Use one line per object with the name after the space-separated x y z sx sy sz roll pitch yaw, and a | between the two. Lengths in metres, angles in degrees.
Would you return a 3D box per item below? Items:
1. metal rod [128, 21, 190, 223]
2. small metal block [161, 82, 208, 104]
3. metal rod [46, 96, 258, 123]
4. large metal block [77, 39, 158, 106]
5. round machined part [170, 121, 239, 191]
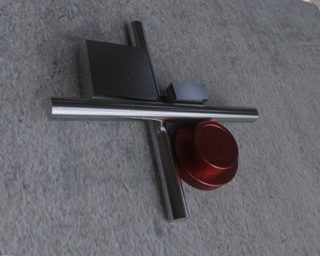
-0.008 -0.026 0.418 0.025 0.025 0.299 2 61 -28 | metal rod
0.030 -0.038 0.430 0.050 0.050 0.025 -1 63 -29 | small metal block
0.015 -0.020 0.395 0.303 0.025 0.025 0 62 -33 | metal rod
-0.057 -0.060 0.396 0.081 0.050 0.080 1 62 -28 | large metal block
0.064 0.030 0.411 0.099 0.042 0.098 14 56 -21 | round machined part
